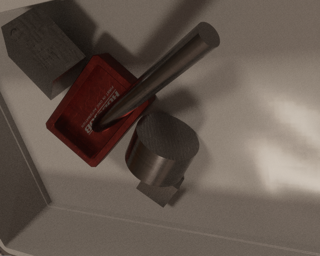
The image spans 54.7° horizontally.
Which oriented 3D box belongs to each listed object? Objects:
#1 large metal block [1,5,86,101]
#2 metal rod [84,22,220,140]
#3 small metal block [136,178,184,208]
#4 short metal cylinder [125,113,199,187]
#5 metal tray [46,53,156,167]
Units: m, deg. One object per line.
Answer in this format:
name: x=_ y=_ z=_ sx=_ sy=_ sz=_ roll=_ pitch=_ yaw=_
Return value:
large metal block: x=-0.145 y=-0.090 z=0.390 sx=0.080 sy=0.050 sz=0.080 roll=47 pitch=157 yaw=-6
metal rod: x=-0.042 y=-0.029 z=0.374 sx=0.025 sy=0.025 sz=0.299 roll=50 pitch=140 yaw=-8
small metal block: x=0.000 y=0.083 z=0.458 sx=0.050 sy=0.025 sz=0.050 roll=35 pitch=129 yaw=4
short metal cylinder: x=0.002 y=0.026 z=0.387 sx=0.080 sy=0.080 sz=0.050 roll=31 pitch=128 yaw=8
metal tray: x=-0.080 y=-0.022 z=0.409 sx=0.090 sy=0.030 sz=0.129 roll=42 pitch=113 yaw=-1
